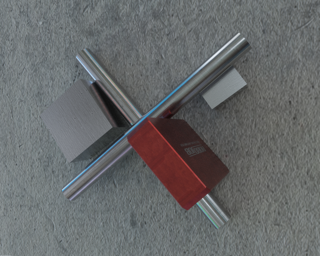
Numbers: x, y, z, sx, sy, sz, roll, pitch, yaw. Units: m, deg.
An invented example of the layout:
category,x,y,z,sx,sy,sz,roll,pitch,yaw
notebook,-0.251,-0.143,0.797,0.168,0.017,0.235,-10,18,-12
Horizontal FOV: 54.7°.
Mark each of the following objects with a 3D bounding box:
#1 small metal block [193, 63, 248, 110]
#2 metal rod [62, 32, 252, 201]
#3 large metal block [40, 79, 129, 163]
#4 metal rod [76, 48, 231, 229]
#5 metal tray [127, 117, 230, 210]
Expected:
category,x,y,z,sx,sy,sz,roll,pitch,yaw
small metal block,0.073,-0.057,0.384,0.050,0.025,0.050,-37,79,16
metal rod,-0.014,-0.005,0.387,0.299,0.025,0.025,-41,78,15
large metal block,-0.104,-0.009,0.431,0.080,0.050,0.080,-38,78,15
metal rod,-0.016,0.005,0.415,0.025,0.025,0.300,-44,77,14
metal tray,0.027,0.032,0.343,0.030,0.130,0.090,-44,76,15
